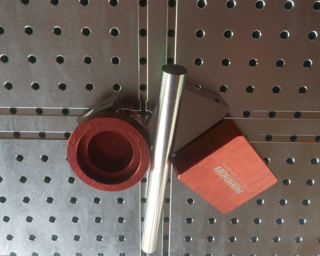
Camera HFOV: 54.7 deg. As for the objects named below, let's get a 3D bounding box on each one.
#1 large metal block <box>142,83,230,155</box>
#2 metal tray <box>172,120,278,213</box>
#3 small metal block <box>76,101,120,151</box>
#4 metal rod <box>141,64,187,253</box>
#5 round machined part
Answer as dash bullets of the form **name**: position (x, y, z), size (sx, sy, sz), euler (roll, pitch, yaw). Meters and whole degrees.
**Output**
- **large metal block**: position (0.029, -0.012, 0.392), size (0.080, 0.050, 0.079), euler (22, 109, -8)
- **metal tray**: position (0.087, 0.056, 0.401), size (0.090, 0.030, 0.130), euler (-36, 131, 13)
- **small metal block**: position (-0.074, -0.001, 0.409), size (0.050, 0.025, 0.050), euler (-21, 109, 7)
- **metal rod**: position (-0.001, 0.062, 0.390), size (0.025, 0.025, 0.298), euler (6, 126, -2)
- **round machined part**: position (-0.059, 0.025, 0.380), size (0.099, 0.042, 0.097), euler (1, 111, 2)
